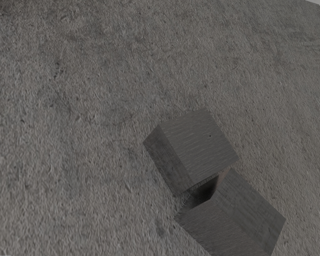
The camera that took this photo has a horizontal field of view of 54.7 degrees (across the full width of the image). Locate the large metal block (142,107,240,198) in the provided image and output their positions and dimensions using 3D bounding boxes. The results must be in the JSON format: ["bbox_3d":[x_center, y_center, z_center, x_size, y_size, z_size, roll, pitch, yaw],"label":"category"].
[{"bbox_3d":[0.039,0.029,0.391,0.081,0.050,0.080,-21,73,-36],"label":"large metal block"}]

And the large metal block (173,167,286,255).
[{"bbox_3d":[0.075,0.102,0.346,0.080,0.080,0.050,44,51,2],"label":"large metal block"}]
